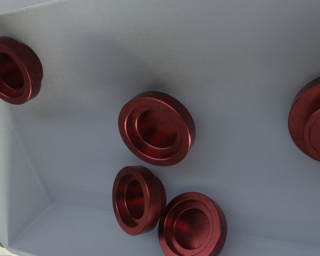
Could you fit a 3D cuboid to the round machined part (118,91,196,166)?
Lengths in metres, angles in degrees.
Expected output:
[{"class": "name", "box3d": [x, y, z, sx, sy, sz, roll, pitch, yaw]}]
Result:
[{"class": "round machined part", "box3d": [-0.001, -0.003, 0.396, 0.098, 0.042, 0.097, 13, 124, 21]}]

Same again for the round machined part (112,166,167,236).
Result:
[{"class": "round machined part", "box3d": [-0.027, 0.104, 0.456, 0.098, 0.042, 0.097, -4, 85, 51]}]

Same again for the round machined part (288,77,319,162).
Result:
[{"class": "round machined part", "box3d": [0.178, -0.002, 0.303, 0.098, 0.042, 0.097, 13, 124, 21]}]

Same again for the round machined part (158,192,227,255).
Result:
[{"class": "round machined part", "box3d": [0.049, 0.144, 0.437, 0.098, 0.098, 0.042, -12, 148, 33]}]

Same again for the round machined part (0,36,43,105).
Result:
[{"class": "round machined part", "box3d": [-0.214, -0.087, 0.457, 0.098, 0.042, 0.097, 13, 124, 21]}]
